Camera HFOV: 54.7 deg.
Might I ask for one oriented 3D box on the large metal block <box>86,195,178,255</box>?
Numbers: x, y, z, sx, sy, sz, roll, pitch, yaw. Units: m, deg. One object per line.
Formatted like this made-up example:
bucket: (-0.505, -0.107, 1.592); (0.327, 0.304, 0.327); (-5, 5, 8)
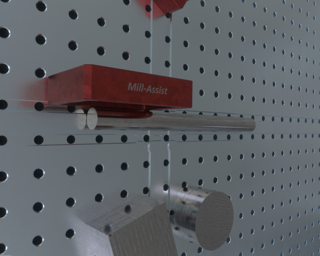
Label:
large metal block: (-0.031, 0.136, 0.367); (0.081, 0.050, 0.080); (-21, 104, -38)

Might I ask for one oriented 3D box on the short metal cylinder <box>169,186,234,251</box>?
short metal cylinder: (0.060, 0.127, 0.444); (0.081, 0.050, 0.079); (0, 90, -40)

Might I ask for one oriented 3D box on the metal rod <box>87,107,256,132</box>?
metal rod: (0.040, -0.008, 0.442); (0.302, 0.025, 0.025); (1, 89, -40)

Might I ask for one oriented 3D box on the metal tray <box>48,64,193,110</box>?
metal tray: (-0.040, -0.038, 0.332); (0.131, 0.090, 0.030); (1, 90, -40)

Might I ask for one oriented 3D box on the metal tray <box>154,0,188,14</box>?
metal tray: (0.019, -0.234, 0.421); (0.090, 0.030, 0.130); (42, 65, -32)
